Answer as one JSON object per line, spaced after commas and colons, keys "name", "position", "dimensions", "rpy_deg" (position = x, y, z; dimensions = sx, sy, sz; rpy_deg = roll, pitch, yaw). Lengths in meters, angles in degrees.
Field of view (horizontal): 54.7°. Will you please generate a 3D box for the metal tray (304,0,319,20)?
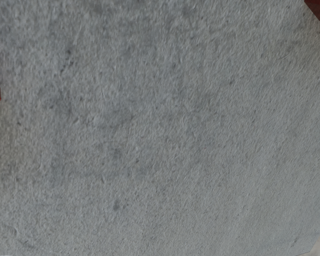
{"name": "metal tray", "position": [0.268, -0.207, 0.425], "dimensions": [0.090, 0.030, 0.129], "rpy_deg": [24, 105, -37]}
